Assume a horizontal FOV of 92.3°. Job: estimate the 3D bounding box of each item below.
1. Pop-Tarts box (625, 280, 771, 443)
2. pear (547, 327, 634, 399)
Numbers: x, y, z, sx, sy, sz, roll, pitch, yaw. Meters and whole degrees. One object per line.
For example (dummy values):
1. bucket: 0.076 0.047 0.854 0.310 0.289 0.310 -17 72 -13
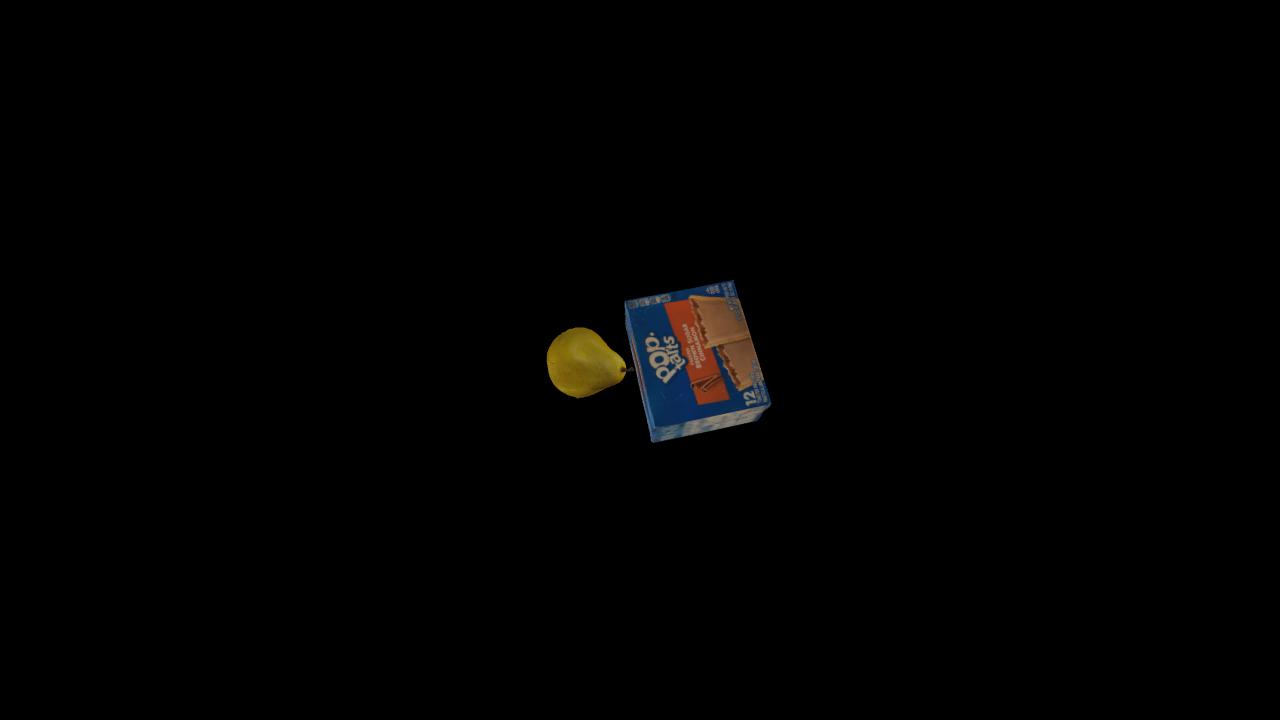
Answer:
1. Pop-Tarts box: 0.065 0.002 0.761 0.141 0.167 0.083 -11 -21 -4
2. pear: -0.047 0.009 0.682 0.111 0.080 0.080 17 9 30
